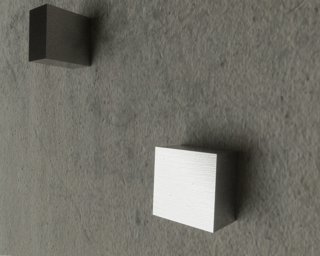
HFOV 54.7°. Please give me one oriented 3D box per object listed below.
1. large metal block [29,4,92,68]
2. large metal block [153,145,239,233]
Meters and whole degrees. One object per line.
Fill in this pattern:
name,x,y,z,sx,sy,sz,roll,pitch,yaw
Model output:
large metal block,-0.159,-0.142,0.497,0.050,0.081,0.079,3,92,40
large metal block,0.040,0.063,0.354,0.080,0.050,0.079,4,93,39
